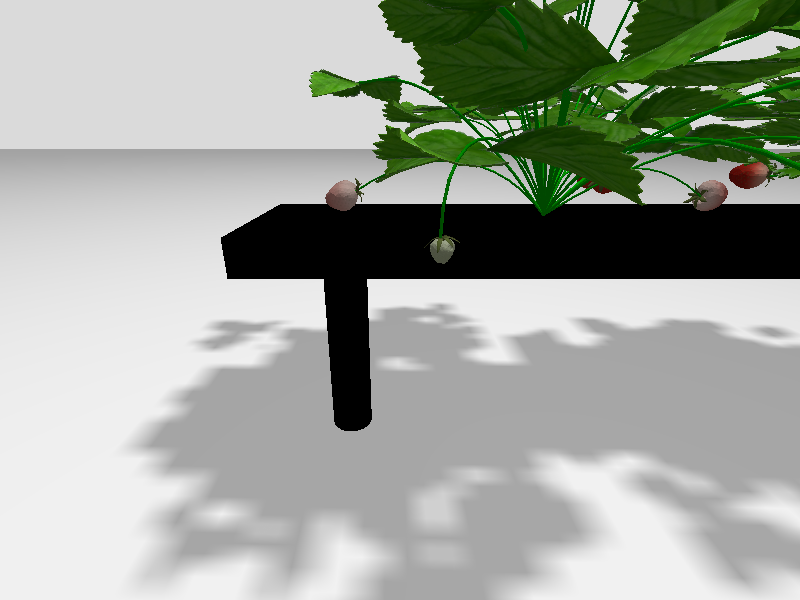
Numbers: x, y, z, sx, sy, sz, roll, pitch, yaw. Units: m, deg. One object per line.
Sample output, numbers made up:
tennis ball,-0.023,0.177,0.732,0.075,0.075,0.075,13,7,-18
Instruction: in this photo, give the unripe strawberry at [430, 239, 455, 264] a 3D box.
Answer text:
unripe strawberry,0.022,-0.026,0.211,0.012,0.013,0.014,15,27,32

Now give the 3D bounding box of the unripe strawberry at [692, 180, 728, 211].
unripe strawberry,0.280,-0.093,0.360,0.026,0.027,0.024,0,22,-7

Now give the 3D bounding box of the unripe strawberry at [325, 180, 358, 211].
unripe strawberry,-0.052,-0.093,0.360,0.030,0.026,0.030,-13,20,11

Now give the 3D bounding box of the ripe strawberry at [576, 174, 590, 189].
ripe strawberry,0.245,-0.159,0.513,0.037,0.033,0.034,14,15,30

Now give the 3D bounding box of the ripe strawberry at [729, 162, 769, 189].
ripe strawberry,0.447,-0.161,0.513,0.040,0.034,0.040,-15,26,-32

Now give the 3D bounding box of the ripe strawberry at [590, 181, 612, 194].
ripe strawberry,0.248,-0.148,0.473,0.038,0.043,0.041,18,28,37
